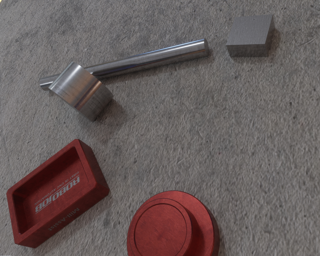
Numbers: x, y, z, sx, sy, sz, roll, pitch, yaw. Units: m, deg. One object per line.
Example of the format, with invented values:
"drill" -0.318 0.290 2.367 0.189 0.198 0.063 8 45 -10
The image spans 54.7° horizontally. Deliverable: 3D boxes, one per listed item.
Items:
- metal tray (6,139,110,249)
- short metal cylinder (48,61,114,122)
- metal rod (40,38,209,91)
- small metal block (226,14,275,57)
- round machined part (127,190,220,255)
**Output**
"metal tray" -0.141 0.086 0.419 0.130 0.030 0.090 -37 51 3
"short metal cylinder" -0.116 -0.053 0.460 0.080 0.080 0.050 31 79 37
"metal rod" -0.071 -0.097 0.498 0.301 0.025 0.025 -7 59 23
"small metal block" 0.122 -0.123 0.415 0.050 0.025 0.050 7 65 31
"round machined part" 0.008 0.111 0.319 0.098 0.042 0.098 -13 56 20
